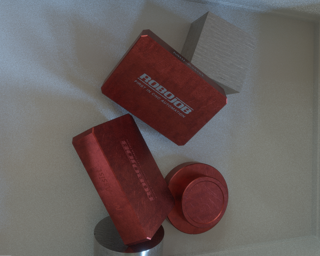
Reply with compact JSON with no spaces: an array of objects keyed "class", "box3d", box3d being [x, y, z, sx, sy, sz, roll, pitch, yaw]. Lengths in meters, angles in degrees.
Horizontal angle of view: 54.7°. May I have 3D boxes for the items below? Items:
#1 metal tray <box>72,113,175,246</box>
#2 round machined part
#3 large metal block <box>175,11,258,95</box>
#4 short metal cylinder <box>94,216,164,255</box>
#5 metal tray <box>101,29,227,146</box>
[{"class":"metal tray","box3d":[-0.036,0.054,0.357,0.030,0.090,0.129,-26,92,25]},{"class":"round machined part","box3d":[0.052,0.097,0.422,0.099,0.042,0.097,0,90,-21]},{"class":"large metal block","box3d":[0.076,-0.098,0.427,0.080,0.050,0.080,22,83,-19]},{"class":"short metal cylinder","box3d":[-0.037,0.142,0.363,0.081,0.080,0.050,-1,106,-20]},{"class":"metal tray","box3d":[0.006,-0.046,0.385,0.130,0.030,0.090,35,115,-17]}]
